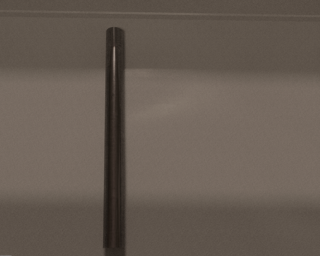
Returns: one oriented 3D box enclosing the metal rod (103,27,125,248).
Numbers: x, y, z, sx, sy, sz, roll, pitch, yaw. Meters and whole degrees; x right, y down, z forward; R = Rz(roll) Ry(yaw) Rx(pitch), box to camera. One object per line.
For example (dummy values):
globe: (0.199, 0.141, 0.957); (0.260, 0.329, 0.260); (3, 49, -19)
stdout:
metal rod: (-0.060, -0.002, 0.409); (0.025, 0.025, 0.299); (-2, 70, -1)
